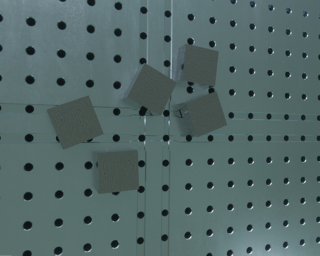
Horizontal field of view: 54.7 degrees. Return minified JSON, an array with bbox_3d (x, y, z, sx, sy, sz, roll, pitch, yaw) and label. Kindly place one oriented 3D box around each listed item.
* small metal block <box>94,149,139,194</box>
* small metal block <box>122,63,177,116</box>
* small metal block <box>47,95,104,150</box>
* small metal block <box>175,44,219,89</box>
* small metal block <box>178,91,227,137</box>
[{"bbox_3d":[-0.055,0.054,0.393,0.050,0.025,0.050,-3,91,-20],"label":"small metal block"},{"bbox_3d":[-0.013,-0.049,0.409,0.050,0.025,0.050,29,80,-18],"label":"small metal block"},{"bbox_3d":[-0.103,-0.007,0.375,0.050,0.025,0.050,-22,98,-19],"label":"small metal block"},{"bbox_3d":[0.051,-0.085,0.433,0.050,0.025,0.050,7,88,-20],"label":"small metal block"},{"bbox_3d":[0.060,-0.019,0.436,0.050,0.025,0.050,-21,98,-19],"label":"small metal block"}]
